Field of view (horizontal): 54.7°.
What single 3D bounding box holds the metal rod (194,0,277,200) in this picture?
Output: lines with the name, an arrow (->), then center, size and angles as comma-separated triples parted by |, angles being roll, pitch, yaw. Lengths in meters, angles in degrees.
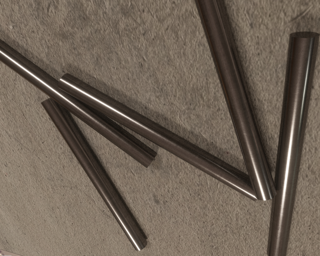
metal rod -> 0.074, -0.054, 0.323 | 0.025, 0.025, 0.298 | -10, 111, 32

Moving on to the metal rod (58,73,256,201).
metal rod -> -0.005, 0.008, 0.412 | 0.301, 0.025, 0.025 | 30, 128, 8

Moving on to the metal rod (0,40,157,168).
metal rod -> -0.133, -0.041, 0.449 | 0.301, 0.025, 0.025 | 36, 129, 4

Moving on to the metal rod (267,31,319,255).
metal rod -> 0.147, 0.044, 0.356 | 0.025, 0.025, 0.298 | 8, 122, 24

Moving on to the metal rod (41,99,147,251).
metal rod -> -0.101, 0.083, 0.508 | 0.025, 0.025, 0.299 | -16, 110, 34
